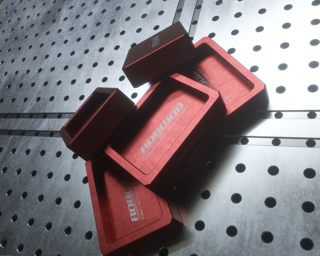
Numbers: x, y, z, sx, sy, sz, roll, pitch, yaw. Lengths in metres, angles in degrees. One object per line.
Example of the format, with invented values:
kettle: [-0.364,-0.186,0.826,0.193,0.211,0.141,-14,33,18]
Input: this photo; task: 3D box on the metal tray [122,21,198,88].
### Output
metal tray: [-0.001,-0.106,0.431,0.090,0.030,0.130,-27,23,11]

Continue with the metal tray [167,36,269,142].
metal tray: [0.064,-0.055,0.404,0.090,0.030,0.130,-37,51,3]

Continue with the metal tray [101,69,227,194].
metal tray: [0.003,0.000,0.364,0.090,0.030,0.130,32,79,37]

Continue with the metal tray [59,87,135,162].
metal tray: [-0.090,-0.012,0.418,0.090,0.030,0.130,-51,22,-8]

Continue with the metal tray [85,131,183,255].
metal tray: [-0.037,0.076,0.376,0.090,0.030,0.130,-29,52,9]
